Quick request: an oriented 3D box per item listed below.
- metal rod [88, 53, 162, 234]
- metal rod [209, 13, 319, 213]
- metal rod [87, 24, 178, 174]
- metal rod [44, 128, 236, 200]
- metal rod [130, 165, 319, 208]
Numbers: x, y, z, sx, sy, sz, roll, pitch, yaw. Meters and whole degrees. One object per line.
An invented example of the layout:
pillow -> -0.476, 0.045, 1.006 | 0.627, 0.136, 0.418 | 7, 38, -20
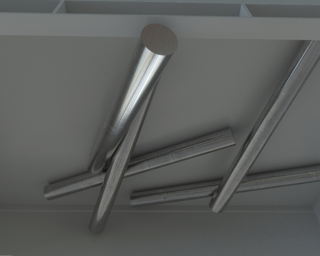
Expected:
metal rod -> -0.052, 0.039, 0.416 | 0.025, 0.025, 0.298 | 15, 121, -13
metal rod -> 0.131, 0.004, 0.397 | 0.025, 0.025, 0.298 | 13, 124, -11
metal rod -> -0.048, 0.000, 0.328 | 0.025, 0.025, 0.299 | 15, 153, -13
metal rod -> -0.039, 0.057, 0.457 | 0.301, 0.025, 0.025 | -18, 128, 14
metal rod -> 0.102, 0.093, 0.490 | 0.301, 0.025, 0.025 | -10, 130, 7
